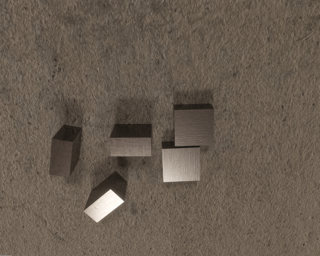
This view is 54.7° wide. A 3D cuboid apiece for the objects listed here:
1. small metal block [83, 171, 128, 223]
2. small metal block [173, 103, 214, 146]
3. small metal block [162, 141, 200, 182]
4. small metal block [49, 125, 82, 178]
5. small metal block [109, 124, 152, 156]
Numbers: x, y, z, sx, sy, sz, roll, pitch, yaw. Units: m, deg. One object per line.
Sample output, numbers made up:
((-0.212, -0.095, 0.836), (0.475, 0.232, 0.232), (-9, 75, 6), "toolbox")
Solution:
((-0.074, 0.094, 0.430), (0.050, 0.050, 0.025), (-40, 106, 13), "small metal block")
((0.044, -0.004, 0.409), (0.050, 0.025, 0.050), (-2, 110, 0), "small metal block")
((0.029, 0.045, 0.427), (0.050, 0.025, 0.050), (-3, 110, 0), "small metal block")
((-0.123, 0.029, 0.406), (0.025, 0.050, 0.050), (10, 110, -4), "small metal block")
((-0.036, 0.015, 0.401), (0.050, 0.050, 0.025), (0, 110, -1), "small metal block")
